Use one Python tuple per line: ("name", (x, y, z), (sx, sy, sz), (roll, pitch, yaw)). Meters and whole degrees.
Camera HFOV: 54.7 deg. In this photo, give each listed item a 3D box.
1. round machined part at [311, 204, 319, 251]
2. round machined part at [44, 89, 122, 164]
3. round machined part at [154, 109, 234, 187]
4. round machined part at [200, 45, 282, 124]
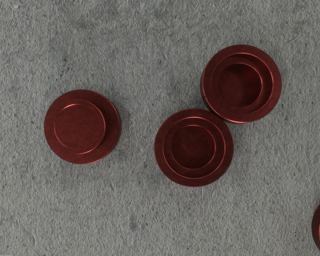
("round machined part", (0.246, 0.129, 0.403), (0.099, 0.042, 0.097), (0, 90, 0))
("round machined part", (-0.101, -0.001, 0.401), (0.099, 0.042, 0.097), (0, 90, 0))
("round machined part", (0.042, 0.024, 0.402), (0.099, 0.042, 0.097), (0, 90, 0))
("round machined part", (0.100, -0.054, 0.400), (0.099, 0.042, 0.097), (0, 86, -2))
